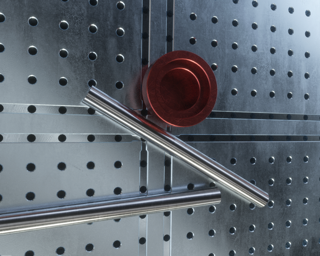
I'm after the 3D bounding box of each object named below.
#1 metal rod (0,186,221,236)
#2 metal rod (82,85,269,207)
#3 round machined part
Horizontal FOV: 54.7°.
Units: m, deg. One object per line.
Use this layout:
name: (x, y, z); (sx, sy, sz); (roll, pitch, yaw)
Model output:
metal rod: (-0.061, 0.103, 0.390); (0.303, 0.025, 0.025); (-3, 91, -20)
metal rod: (0.033, 0.033, 0.424); (0.301, 0.025, 0.025); (32, 80, -17)
round machined part: (0.023, -0.050, 0.412); (0.099, 0.042, 0.097); (0, 90, -20)
